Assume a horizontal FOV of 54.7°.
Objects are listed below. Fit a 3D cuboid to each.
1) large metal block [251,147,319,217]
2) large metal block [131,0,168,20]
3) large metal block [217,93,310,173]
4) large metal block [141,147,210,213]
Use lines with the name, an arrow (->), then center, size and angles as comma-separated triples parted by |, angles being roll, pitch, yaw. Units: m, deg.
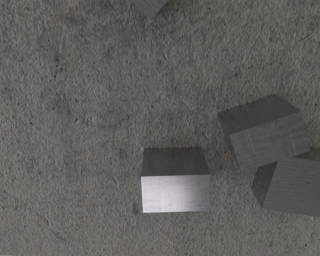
large metal block -> 0.181, 0.068, 0.423 | 0.081, 0.050, 0.079 | 9, 110, -4
large metal block -> -0.011, -0.176, 0.331 | 0.080, 0.050, 0.080 | 42, 105, -14
large metal block -> 0.123, 0.003, 0.382 | 0.080, 0.080, 0.050 | -19, 109, 7
large metal block -> 0.019, 0.064, 0.404 | 0.081, 0.080, 0.050 | -2, 110, 0
